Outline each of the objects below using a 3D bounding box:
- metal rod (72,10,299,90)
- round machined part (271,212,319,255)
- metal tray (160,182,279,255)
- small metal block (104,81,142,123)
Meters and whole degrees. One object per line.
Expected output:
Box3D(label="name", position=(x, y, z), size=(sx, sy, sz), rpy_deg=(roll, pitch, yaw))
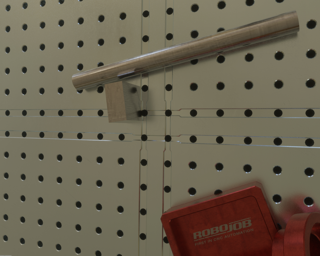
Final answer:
Box3D(label="metal rod", position=(0.018, -0.095, 0.405), size=(0.301, 0.025, 0.025), rpy_deg=(-11, 86, 19))
Box3D(label="round machined part", position=(0.154, 0.140, 0.325), size=(0.042, 0.099, 0.098), rpy_deg=(-23, 82, 42))
Box3D(label="metal tray", position=(0.076, 0.129, 0.382), size=(0.130, 0.030, 0.090), rpy_deg=(-22, 83, 18))
Box3D(label="small metal block", position=(-0.048, -0.033, 0.415), size=(0.025, 0.050, 0.050), rpy_deg=(-8, 88, 19))
